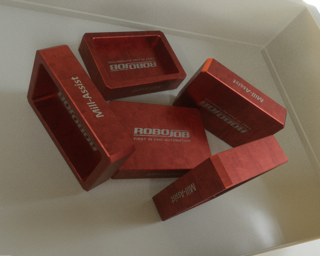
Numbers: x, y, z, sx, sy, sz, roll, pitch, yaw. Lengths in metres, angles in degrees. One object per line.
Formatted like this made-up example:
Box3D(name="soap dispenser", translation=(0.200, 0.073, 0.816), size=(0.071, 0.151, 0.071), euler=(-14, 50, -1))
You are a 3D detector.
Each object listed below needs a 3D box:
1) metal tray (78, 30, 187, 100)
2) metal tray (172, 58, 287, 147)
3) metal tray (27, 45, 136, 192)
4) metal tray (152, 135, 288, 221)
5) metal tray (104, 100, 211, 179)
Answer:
Box3D(name="metal tray", translation=(-0.036, -0.092, 0.438), size=(0.131, 0.030, 0.090), euler=(-14, 69, -34))
Box3D(name="metal tray", translation=(0.094, -0.027, 0.430), size=(0.130, 0.090, 0.030), euler=(33, 52, -7))
Box3D(name="metal tray", translation=(-0.087, -0.008, 0.320), size=(0.030, 0.090, 0.130), euler=(-27, 77, -38))
Box3D(name="metal tray", translation=(0.059, 0.057, 0.333), size=(0.091, 0.129, 0.030), euler=(-13, 69, -34))
Box3D(name="metal tray", translation=(-0.002, 0.016, 0.389), size=(0.131, 0.030, 0.090), euler=(3, 60, -27))
